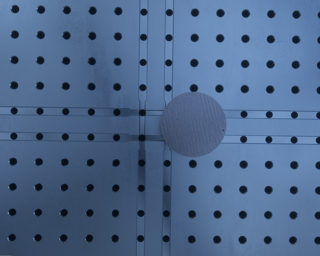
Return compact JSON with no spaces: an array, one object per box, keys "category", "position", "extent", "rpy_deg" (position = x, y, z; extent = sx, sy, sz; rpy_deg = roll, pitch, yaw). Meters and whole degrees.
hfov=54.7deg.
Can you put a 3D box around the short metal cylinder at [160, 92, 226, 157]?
[{"category":"short metal cylinder","position":[0.041,-0.004,0.401],"extent":[0.081,0.050,0.079],"rpy_deg":[0,90,-1]}]
